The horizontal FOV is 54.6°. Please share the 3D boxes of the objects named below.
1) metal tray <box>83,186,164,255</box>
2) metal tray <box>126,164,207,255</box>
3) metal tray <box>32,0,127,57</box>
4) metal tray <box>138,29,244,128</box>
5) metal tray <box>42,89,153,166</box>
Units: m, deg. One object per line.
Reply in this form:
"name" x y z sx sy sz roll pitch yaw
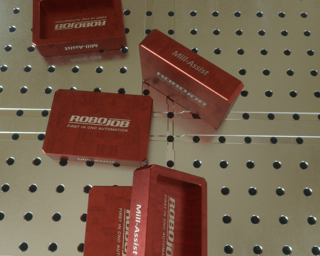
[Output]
"metal tray" -0.040 0.135 0.360 0.090 0.030 0.130 1 70 0
"metal tray" 0.011 0.112 0.334 0.090 0.030 0.130 21 62 -38
"metal tray" -0.120 -0.160 0.466 0.131 0.030 0.090 -7 70 -3
"metal tray" 0.035 -0.060 0.399 0.130 0.090 0.030 35 74 12
"metal tray" -0.078 -0.001 0.409 0.131 0.030 0.090 5 70 1
